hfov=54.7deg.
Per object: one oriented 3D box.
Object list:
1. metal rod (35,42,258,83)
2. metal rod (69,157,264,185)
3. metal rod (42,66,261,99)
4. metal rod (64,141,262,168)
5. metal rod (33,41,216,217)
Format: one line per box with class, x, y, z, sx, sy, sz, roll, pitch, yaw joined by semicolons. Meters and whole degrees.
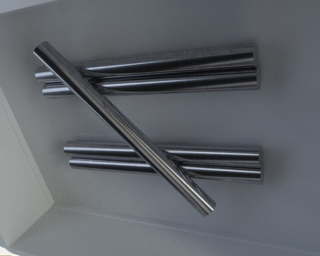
metal rod;-0.037;-0.075;0.379;0.300;0.025;0.025;1;119;27
metal rod;-0.009;0.056;0.445;0.300;0.025;0.025;0;119;28
metal rod;-0.031;-0.053;0.390;0.300;0.025;0.025;1;119;27
metal rod;-0.014;0.034;0.435;0.300;0.025;0.025;0;119;28
metal rod;-0.043;0.003;0.400;0.300;0.025;0.025;44;129;-3
